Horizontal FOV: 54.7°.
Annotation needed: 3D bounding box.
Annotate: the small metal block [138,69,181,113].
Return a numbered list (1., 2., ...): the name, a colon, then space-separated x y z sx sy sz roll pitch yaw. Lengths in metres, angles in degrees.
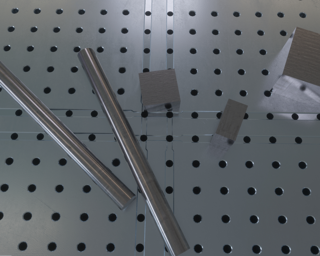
1. small metal block: -0.001 -0.052 0.431 0.050 0.025 0.050 -8 70 -3

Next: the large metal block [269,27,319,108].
1. large metal block: 0.210 -0.082 0.430 0.080 0.050 0.080 20 71 7

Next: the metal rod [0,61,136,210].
1. metal rod: -0.147 -0.006 0.412 0.300 0.025 0.025 42 75 13

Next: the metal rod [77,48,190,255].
1. metal rod: -0.042 0.019 0.404 0.025 0.025 0.299 -25 72 -9

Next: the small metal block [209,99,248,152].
1. small metal block: 0.088 -0.002 0.400 0.025 0.050 0.050 22 72 8
